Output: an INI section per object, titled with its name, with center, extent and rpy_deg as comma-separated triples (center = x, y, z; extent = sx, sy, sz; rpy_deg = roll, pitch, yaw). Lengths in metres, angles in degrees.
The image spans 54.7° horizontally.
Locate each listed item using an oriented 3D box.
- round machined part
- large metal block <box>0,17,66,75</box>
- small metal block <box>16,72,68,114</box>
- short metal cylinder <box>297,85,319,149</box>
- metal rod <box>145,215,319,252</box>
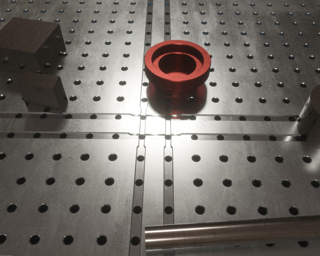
[round machined part]
center = 0.026, -0.088, 0.471
extent = 0.099, 0.042, 0.098
rpy_deg = 0, 50, 0
[large metal block]
center = -0.211, -0.130, 0.498
extent = 0.080, 0.050, 0.080
rpy_deg = 11, 51, 8
[small metal block]
center = -0.162, -0.048, 0.430
extent = 0.050, 0.050, 0.025
rpy_deg = 7, 51, 6
[short metal cylinder]
center = 0.230, -0.014, 0.407
extent = 0.081, 0.050, 0.080
rpy_deg = 0, 50, 0
[metal rod]
center = 0.136, 0.105, 0.321
extent = 0.302, 0.025, 0.025
rpy_deg = -3, 50, -3
